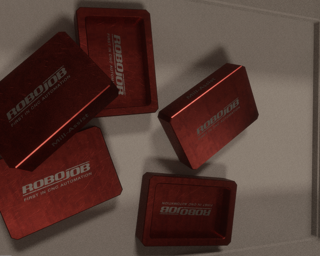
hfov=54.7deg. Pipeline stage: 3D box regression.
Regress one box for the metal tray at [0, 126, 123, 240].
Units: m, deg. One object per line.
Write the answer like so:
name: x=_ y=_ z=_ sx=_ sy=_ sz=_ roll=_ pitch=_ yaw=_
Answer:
metal tray: x=-0.121 y=0.059 z=0.364 sx=0.131 sy=0.030 sz=0.090 roll=-21 pitch=97 yaw=-19

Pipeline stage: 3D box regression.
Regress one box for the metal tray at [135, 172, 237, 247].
metal tray: x=0.038 y=0.111 z=0.423 sx=0.131 sy=0.030 sz=0.089 roll=8 pitch=87 yaw=-20

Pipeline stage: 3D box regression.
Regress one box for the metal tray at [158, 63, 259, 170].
metal tray: x=0.070 y=-0.017 z=0.419 sx=0.131 sy=0.030 sz=0.090 roll=-37 pitch=122 yaw=-17

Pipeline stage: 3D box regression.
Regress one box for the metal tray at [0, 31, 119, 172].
metal tray: x=-0.121 y=-0.029 z=0.328 sx=0.130 sy=0.030 sz=0.090 roll=-42 pitch=73 yaw=-4

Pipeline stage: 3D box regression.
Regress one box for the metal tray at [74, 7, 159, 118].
metal tray: x=-0.054 y=-0.080 z=0.388 sx=0.091 sy=0.030 sz=0.129 roll=-6 pitch=92 yaw=-20
